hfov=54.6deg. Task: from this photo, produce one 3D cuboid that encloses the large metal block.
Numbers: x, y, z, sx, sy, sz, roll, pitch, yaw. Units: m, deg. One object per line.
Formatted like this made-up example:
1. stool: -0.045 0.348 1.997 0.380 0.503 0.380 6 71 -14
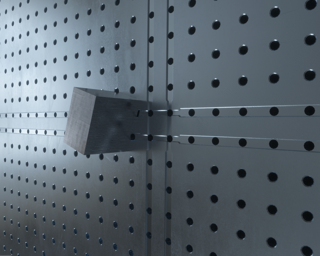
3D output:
1. large metal block: -0.082 -0.010 0.443 0.050 0.081 0.080 24 105 38
